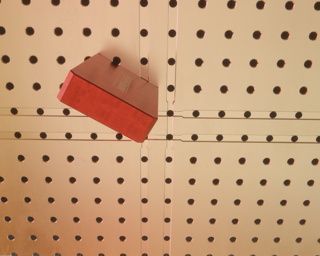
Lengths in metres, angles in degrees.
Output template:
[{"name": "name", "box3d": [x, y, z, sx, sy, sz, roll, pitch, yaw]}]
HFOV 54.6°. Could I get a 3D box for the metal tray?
[{"name": "metal tray", "box3d": [-0.048, -0.039, 0.343, 0.090, 0.130, 0.030, 29, 108, -10]}]
